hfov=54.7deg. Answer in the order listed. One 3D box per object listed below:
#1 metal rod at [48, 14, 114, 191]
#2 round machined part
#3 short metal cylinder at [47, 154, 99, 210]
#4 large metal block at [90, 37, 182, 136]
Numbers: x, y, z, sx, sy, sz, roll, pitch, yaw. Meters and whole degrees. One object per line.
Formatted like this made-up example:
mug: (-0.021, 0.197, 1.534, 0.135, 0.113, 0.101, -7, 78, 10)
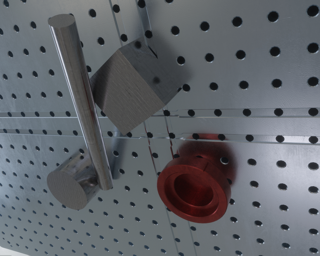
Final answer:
metal rod: (-0.091, -0.004, 0.405, 0.025, 0.025, 0.298, 19, 142, 17)
round machined part: (0.049, 0.079, 0.423, 0.098, 0.042, 0.097, 13, 124, 21)
short metal cylinder: (-0.143, 0.091, 0.527, 0.080, 0.050, 0.079, 13, 124, 21)
large metal block: (-0.035, -0.050, 0.383, 0.080, 0.050, 0.080, -34, 99, 38)
